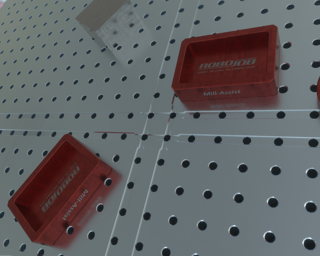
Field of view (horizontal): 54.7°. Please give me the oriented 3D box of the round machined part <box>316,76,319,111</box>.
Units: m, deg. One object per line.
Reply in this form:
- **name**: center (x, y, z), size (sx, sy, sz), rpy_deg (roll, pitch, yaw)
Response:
- **round machined part**: center (0.213, -0.043, 0.312), size (0.098, 0.042, 0.098), rpy_deg (-13, 56, 21)

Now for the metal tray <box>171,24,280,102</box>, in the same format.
- **metal tray**: center (0.087, -0.084, 0.410), size (0.130, 0.030, 0.090), rpy_deg (-1, 61, 27)

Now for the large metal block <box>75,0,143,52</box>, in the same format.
- **large metal block**: center (-0.093, -0.197, 0.562), size (0.080, 0.050, 0.080), rpy_deg (-46, 51, -4)

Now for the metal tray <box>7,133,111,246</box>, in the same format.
- **metal tray**: center (-0.140, 0.081, 0.428), size (0.090, 0.030, 0.130), rpy_deg (31, 79, 38)
